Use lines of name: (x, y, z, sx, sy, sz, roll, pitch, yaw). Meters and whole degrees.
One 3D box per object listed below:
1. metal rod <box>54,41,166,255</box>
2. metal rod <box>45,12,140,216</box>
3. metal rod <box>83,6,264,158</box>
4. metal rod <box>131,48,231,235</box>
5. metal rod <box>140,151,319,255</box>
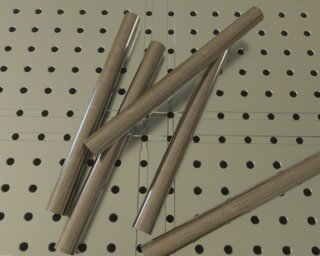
metal rod: (-0.057, 0.011, 0.407, 0.025, 0.025, 0.300, 20, 71, 7)
metal rod: (-0.084, -0.033, 0.423, 0.025, 0.025, 0.300, 15, 71, 5)
metal rod: (0.027, -0.068, 0.409, 0.301, 0.025, 0.025, -40, 75, -14)
metal rod: (0.038, -0.007, 0.414, 0.025, 0.025, 0.300, 23, 71, 8)
metal rod: (0.118, 0.084, 0.381, 0.301, 0.025, 0.025, -25, 72, -9)
